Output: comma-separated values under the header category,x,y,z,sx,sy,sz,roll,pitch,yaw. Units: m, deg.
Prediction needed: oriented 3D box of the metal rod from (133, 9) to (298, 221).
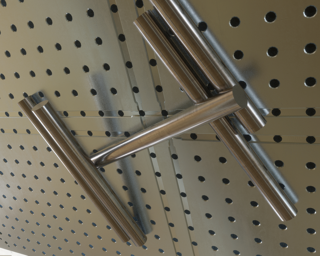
category,x,y,z,sx,sy,sz,roll,pitch,yaw
metal rod,0.071,-0.007,0.368,0.025,0.025,0.300,-31,102,37

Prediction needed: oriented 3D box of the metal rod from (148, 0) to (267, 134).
category,x,y,z,sx,sy,sz,roll,pitch,yaw
metal rod,0.017,-0.117,0.328,0.025,0.025,0.300,-32,101,38

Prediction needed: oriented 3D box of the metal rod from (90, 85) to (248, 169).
category,x,y,z,sx,sy,sz,roll,pitch,yaw
metal rod,-0.020,0.015,0.409,0.299,0.025,0.025,-25,105,43

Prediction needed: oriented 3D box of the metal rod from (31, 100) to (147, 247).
category,x,y,z,sx,sy,sz,roll,pitch,yaw
metal rod,-0.097,0.086,0.481,0.025,0.025,0.299,-9,124,32

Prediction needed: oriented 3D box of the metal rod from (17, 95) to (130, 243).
category,x,y,z,sx,sy,sz,roll,pitch,yaw
metal rod,-0.138,0.077,0.528,0.025,0.025,0.299,-23,106,36
